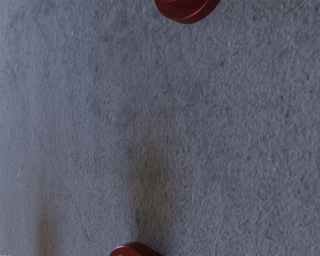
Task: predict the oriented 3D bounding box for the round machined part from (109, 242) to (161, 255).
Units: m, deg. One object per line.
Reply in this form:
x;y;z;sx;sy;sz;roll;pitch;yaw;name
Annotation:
-0.025;0.201;0.413;0.098;0.042;0.097;0;90;39;round machined part

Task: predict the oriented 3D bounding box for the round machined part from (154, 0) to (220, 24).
0.028;-0.179;0.369;0.098;0.042;0.097;0;90;39;round machined part
